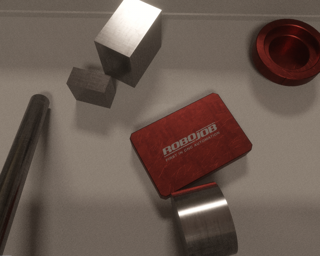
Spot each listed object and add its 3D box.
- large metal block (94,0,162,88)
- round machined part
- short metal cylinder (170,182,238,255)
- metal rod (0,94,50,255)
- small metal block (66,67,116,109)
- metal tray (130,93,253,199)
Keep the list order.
[{"bbox_3d":[-0.039,-0.115,0.422,0.050,0.080,0.080,27,72,9],"label":"large metal block"},{"bbox_3d":[0.180,-0.102,0.440,0.099,0.042,0.098,0,70,-1],"label":"round machined part"},{"bbox_3d":[0.046,0.105,0.343,0.050,0.080,0.080,-14,71,-5],"label":"short metal cylinder"},{"bbox_3d":[-0.150,0.060,0.309,0.025,0.025,0.300,-5,40,-2],"label":"metal rod"},{"bbox_3d":[-0.090,-0.053,0.415,0.050,0.050,0.025,14,71,5],"label":"small metal block"},{"bbox_3d":[0.039,0.022,0.400,0.131,0.030,0.090,-27,73,-10],"label":"metal tray"}]
